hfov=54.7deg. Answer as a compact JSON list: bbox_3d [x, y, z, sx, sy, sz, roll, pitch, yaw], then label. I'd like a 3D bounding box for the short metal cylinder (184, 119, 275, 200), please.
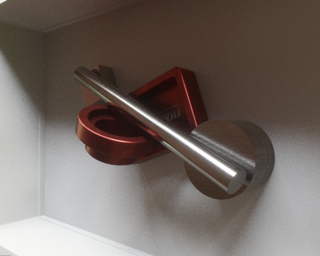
[{"bbox_3d":[0.072,0.031,0.328,0.080,0.050,0.079,0,90,39],"label":"short metal cylinder"}]

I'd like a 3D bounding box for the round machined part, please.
[{"bbox_3d":[-0.055,0.011,0.383,0.098,0.099,0.042,34,119,34],"label":"round machined part"}]

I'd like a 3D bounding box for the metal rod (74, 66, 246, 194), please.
[{"bbox_3d":[-0.025,-0.017,0.371,0.300,0.025,0.025,35,111,41],"label":"metal rod"}]

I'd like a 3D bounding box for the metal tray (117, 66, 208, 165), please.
[{"bbox_3d":[-0.005,-0.011,0.403,0.130,0.030,0.090,-24,75,37],"label":"metal tray"}]

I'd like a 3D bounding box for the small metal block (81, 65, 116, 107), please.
[{"bbox_3d":[-0.095,-0.063,0.481,0.050,0.025,0.050,-28,73,36],"label":"small metal block"}]
